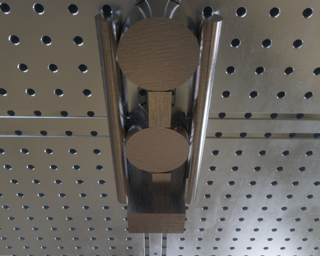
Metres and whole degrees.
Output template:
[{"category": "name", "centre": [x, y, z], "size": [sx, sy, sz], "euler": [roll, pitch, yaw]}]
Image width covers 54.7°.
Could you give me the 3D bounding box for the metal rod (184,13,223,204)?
[{"category": "metal rod", "centre": [0.050, 0.001, 0.412], "size": [0.025, 0.025, 0.298], "euler": [0, 130, -1]}]

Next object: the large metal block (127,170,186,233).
[{"category": "large metal block", "centre": [-0.005, 0.110, 0.469], "size": [0.081, 0.080, 0.050], "euler": [1, 130, -1]}]

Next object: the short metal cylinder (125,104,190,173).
[{"category": "short metal cylinder", "centre": [-0.003, 0.013, 0.406], "size": [0.081, 0.050, 0.079], "euler": [0, 130, 0]}]

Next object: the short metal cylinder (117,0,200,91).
[{"category": "short metal cylinder", "centre": [-0.001, -0.085, 0.322], "size": [0.081, 0.050, 0.079], "euler": [0, 130, 0]}]

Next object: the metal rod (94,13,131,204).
[{"category": "metal rod", "centre": [-0.056, 0.001, 0.410], "size": [0.025, 0.025, 0.298], "euler": [0, 130, -1]}]

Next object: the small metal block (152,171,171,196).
[{"category": "small metal block", "centre": [0.002, 0.063, 0.448], "size": [0.025, 0.050, 0.050], "euler": [0, 130, 0]}]

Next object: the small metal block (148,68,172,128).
[{"category": "small metal block", "centre": [0.000, -0.036, 0.363], "size": [0.025, 0.050, 0.050], "euler": [1, 130, -1]}]
